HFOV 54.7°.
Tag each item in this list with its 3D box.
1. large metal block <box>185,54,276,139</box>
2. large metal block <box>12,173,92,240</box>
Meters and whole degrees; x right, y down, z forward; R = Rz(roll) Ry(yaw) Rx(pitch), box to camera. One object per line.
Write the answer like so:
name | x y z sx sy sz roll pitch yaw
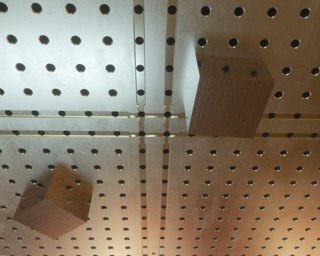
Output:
large metal block | 0.077 -0.036 0.366 0.081 0.050 0.079 4 130 -4
large metal block | -0.172 0.129 0.503 0.080 0.050 0.080 -32 123 24
